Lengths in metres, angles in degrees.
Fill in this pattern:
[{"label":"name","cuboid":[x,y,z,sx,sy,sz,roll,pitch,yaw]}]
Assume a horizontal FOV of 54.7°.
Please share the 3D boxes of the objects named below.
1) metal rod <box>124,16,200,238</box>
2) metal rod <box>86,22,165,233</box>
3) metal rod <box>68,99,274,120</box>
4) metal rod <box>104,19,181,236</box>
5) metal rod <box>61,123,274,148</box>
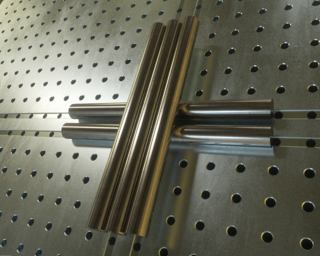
[{"label":"metal rod","cuboid":[0.010,-0.020,0.383,0.025,0.025,0.300,1,62,28]},{"label":"metal rod","cuboid":[-0.035,-0.019,0.405,0.025,0.025,0.300,1,62,28]},{"label":"metal rod","cuboid":[-0.004,-0.024,0.424,0.300,0.025,0.025,1,62,28]},{"label":"metal rod","cuboid":[-0.013,-0.019,0.394,0.025,0.025,0.300,1,62,28]},{"label":"metal rod","cuboid":[-0.011,0.007,0.408,0.300,0.025,0.025,1,62,28]}]
